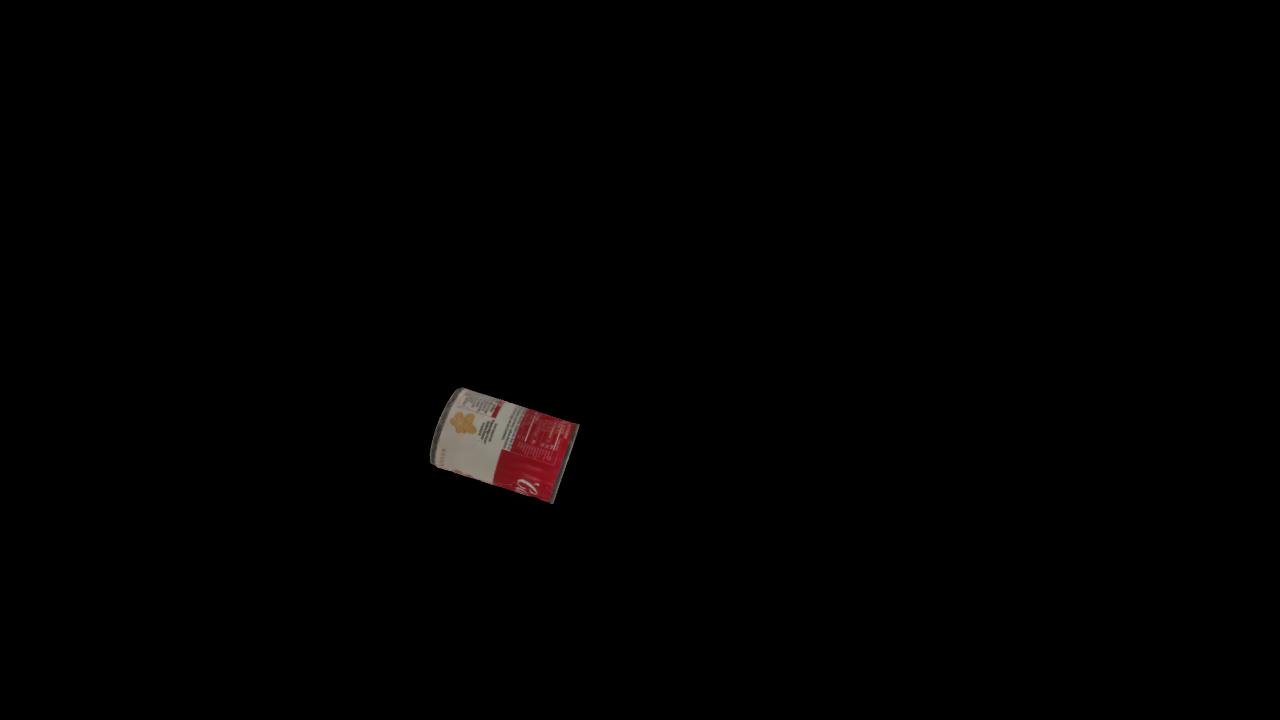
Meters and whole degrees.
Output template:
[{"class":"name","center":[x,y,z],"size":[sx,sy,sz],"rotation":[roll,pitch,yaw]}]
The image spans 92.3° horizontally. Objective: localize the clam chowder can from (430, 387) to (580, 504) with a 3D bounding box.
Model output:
[{"class":"clam chowder can","center":[-0.107,0.068,0.494],"size":[0.102,0.068,0.068],"rotation":[19,-1,-4]}]
